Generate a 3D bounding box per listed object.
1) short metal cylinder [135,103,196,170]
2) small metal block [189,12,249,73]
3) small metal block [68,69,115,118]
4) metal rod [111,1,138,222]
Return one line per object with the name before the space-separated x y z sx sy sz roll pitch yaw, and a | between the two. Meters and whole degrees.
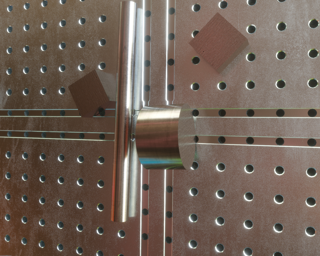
short metal cylinder | 0.010 0.011 0.380 0.050 0.080 0.080 -2 89 20
small metal block | 0.073 -0.105 0.387 0.050 0.025 0.050 -46 76 14
small metal block | -0.097 -0.049 0.447 0.050 0.025 0.050 -28 81 17
metal rod | -0.050 -0.022 0.430 0.025 0.025 0.298 3 91 20
